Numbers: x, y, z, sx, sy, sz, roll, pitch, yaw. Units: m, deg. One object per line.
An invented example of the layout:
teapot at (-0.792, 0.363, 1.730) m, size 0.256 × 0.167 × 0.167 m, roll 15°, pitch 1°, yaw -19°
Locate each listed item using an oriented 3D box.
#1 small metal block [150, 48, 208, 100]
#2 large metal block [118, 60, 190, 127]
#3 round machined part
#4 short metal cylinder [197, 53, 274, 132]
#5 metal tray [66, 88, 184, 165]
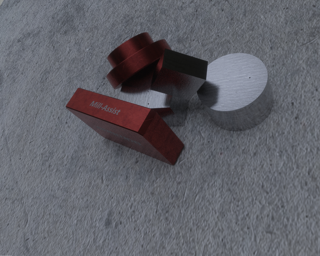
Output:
small metal block at (0.021, -0.060, 0.356) m, size 0.050 × 0.050 × 0.025 m, roll 14°, pitch 65°, yaw -11°
large metal block at (-0.005, -0.047, 0.422) m, size 0.080 × 0.050 × 0.080 m, roll -1°, pitch 61°, yaw 27°
round machined part at (-0.035, -0.098, 0.436) m, size 0.098 × 0.098 × 0.042 m, roll -32°, pitch 96°, yaw 7°
short metal cylinder at (0.090, -0.042, 0.369) m, size 0.080 × 0.050 × 0.080 m, roll -13°, pitch 56°, yaw 21°
metal tray at (-0.044, -0.002, 0.387) m, size 0.130 × 0.090 × 0.030 m, roll 18°, pitch 72°, yaw 35°
